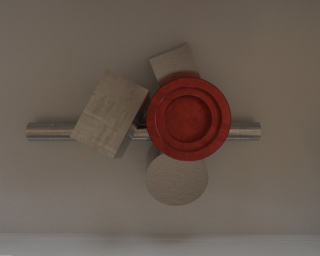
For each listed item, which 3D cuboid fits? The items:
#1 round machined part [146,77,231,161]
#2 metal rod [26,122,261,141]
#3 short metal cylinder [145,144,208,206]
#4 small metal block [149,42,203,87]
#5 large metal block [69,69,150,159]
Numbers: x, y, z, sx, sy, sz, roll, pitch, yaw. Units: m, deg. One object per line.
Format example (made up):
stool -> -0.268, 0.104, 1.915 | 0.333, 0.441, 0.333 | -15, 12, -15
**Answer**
round machined part -> 0.033, -0.011, 0.377 | 0.099, 0.042, 0.097 | 0, 93, 0
metal rod -> -0.020, 0.005, 0.410 | 0.302, 0.025, 0.025 | 0, 110, -1
short metal cylinder -> 0.021, 0.056, 0.417 | 0.081, 0.050, 0.079 | 0, 110, -1
small metal block -> 0.019, -0.072, 0.384 | 0.050, 0.025, 0.050 | -20, 109, 6
large metal block -> -0.052, -0.012, 0.360 | 0.050, 0.080, 0.080 | 27, 85, 2
